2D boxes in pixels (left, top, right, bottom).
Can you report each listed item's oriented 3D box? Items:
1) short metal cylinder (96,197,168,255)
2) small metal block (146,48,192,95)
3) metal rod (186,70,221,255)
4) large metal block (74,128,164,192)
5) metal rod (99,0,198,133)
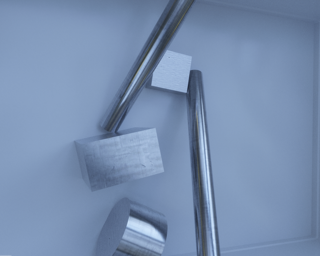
[{"bbox_3d":[-0.035,0.130,0.370,0.050,0.080,0.080,29,80,-18],"label":"short metal cylinder"},{"bbox_3d":[0.012,-0.075,0.416,0.050,0.025,0.050,9,87,-20],"label":"small metal block"},{"bbox_3d":[0.050,0.060,0.364,0.025,0.025,0.299,9,61,-20],"label":"metal rod"},{"bbox_3d":[-0.051,0.032,0.363,0.081,0.080,0.050,-13,95,-20],"label":"large metal block"},{"bbox_3d":[0.013,-0.117,0.335,0.025,0.025,0.298,26,113,-19],"label":"metal rod"}]
